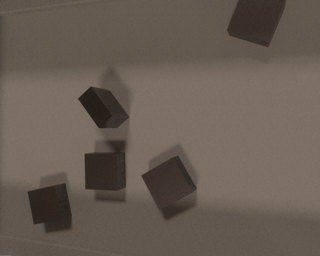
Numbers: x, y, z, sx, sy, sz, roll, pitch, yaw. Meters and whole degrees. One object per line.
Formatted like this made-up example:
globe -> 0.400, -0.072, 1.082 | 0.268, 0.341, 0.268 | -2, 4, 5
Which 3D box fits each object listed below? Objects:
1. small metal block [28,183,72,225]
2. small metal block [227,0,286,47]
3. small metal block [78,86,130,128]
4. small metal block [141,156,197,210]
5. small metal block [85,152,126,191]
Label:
small metal block -> -0.166, 0.114, 0.467 | 0.050, 0.025, 0.050 | -14, 85, 19
small metal block -> 0.115, -0.130, 0.370 | 0.050, 0.025, 0.050 | 23, 98, 18
small metal block -> -0.076, -0.027, 0.423 | 0.025, 0.050, 0.050 | -40, 78, 15
small metal block -> 0.012, 0.071, 0.406 | 0.050, 0.025, 0.050 | -32, 80, 17
small metal block -> -0.077, 0.060, 0.436 | 0.050, 0.025, 0.050 | -1, 90, 19
